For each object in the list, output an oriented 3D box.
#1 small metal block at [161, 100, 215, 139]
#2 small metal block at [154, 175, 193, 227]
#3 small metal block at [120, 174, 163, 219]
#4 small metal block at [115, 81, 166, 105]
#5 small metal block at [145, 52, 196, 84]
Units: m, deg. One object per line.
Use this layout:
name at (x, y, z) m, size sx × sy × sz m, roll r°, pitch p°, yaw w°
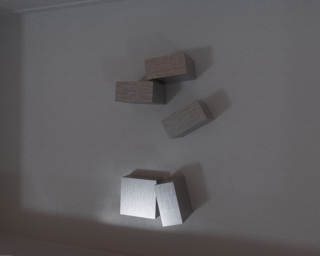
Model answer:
small metal block at (0.036, -0.010, 0.385) m, size 0.050 × 0.050 × 0.025 m, roll -30°, pitch 80°, yaw 17°
small metal block at (0.018, 0.090, 0.391) m, size 0.025 × 0.050 × 0.050 m, roll -15°, pitch 85°, yaw 19°
small metal block at (-0.025, 0.092, 0.419) m, size 0.050 × 0.025 × 0.050 m, roll 2°, pitch 91°, yaw 20°
small metal block at (-0.024, -0.045, 0.406) m, size 0.050 × 0.050 × 0.025 m, roll 3°, pitch 91°, yaw 20°
small metal block at (0.015, -0.074, 0.392) m, size 0.050 × 0.050 × 0.025 m, roll -6°, pitch 88°, yaw 20°
